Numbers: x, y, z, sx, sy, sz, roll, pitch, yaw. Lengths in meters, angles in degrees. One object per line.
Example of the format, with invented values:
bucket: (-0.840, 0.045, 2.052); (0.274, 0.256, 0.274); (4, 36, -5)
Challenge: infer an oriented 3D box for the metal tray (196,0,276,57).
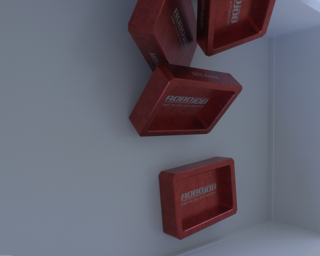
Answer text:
metal tray: (0.091, -0.151, 0.366); (0.091, 0.130, 0.030); (-22, 62, -7)

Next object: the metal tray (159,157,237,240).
metal tray: (0.060, 0.097, 0.456); (0.131, 0.030, 0.089); (-8, 95, -40)

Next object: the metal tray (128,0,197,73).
metal tray: (0.012, -0.116, 0.374); (0.130, 0.030, 0.090); (51, 55, -64)

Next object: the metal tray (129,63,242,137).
metal tray: (0.035, -0.032, 0.399); (0.131, 0.030, 0.089); (-1, 135, -40)
